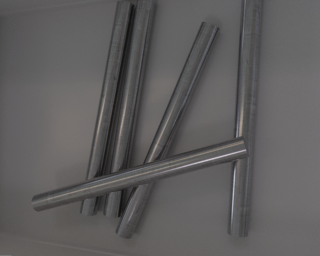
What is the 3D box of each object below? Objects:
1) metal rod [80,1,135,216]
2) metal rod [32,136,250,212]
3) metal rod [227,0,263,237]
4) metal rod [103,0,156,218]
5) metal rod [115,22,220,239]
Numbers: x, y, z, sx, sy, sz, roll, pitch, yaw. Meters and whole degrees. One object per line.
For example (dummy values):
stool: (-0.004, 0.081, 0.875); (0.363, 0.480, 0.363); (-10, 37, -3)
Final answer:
metal rod: (-0.075, -0.024, 0.436); (0.025, 0.025, 0.298); (12, 94, 19)
metal rod: (-0.039, 0.064, 0.396); (0.300, 0.025, 0.025); (-18, 84, 19)
metal rod: (0.103, -0.021, 0.373); (0.025, 0.025, 0.298); (4, 91, 20)
metal rod: (-0.042, -0.026, 0.425); (0.025, 0.025, 0.298); (11, 94, 19)
metal rod: (0.007, 0.009, 0.407); (0.025, 0.025, 0.298); (25, 98, 18)
